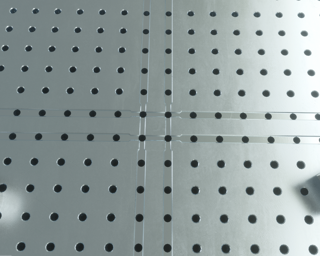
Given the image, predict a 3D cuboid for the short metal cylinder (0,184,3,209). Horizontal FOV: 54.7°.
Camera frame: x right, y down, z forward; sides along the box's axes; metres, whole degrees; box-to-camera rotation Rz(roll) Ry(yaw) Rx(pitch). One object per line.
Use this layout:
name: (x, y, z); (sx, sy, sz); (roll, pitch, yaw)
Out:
short metal cylinder: (-0.238, 0.084, 0.365); (0.081, 0.050, 0.080); (0, 70, 0)

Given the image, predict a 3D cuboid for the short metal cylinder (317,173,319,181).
short metal cylinder: (0.237, 0.059, 0.364); (0.080, 0.080, 0.050); (-26, 72, -9)
